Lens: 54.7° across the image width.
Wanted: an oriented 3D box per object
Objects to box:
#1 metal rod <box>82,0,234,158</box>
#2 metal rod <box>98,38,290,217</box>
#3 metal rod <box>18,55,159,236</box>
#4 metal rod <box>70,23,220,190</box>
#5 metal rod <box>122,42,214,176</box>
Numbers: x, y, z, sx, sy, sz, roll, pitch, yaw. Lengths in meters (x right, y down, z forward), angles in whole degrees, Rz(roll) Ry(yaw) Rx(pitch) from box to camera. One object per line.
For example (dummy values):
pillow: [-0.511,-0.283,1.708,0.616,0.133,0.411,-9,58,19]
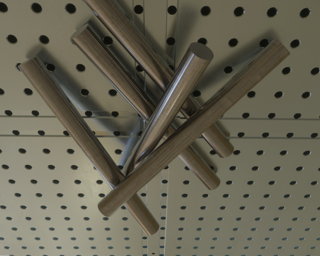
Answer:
metal rod: [0.005,-0.059,0.361,0.025,0.025,0.300,-30,125,22]
metal rod: [0.030,0.010,0.379,0.025,0.025,0.299,38,108,-28]
metal rod: [-0.080,0.040,0.412,0.025,0.025,0.299,-22,118,17]
metal rod: [-0.001,-0.007,0.405,0.025,0.025,0.300,-28,125,21]
metal rod: [-0.015,0.017,0.396,0.025,0.025,0.298,16,137,-14]
